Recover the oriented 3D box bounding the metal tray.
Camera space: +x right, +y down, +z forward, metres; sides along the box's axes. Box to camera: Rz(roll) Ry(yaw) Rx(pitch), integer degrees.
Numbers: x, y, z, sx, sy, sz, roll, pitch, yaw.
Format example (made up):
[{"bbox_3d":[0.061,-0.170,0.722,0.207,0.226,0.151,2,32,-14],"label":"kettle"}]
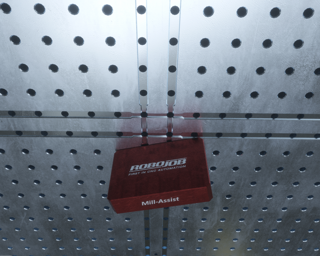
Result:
[{"bbox_3d":[0.000,0.062,0.421,0.130,0.090,0.030,-10,129,8],"label":"metal tray"}]
